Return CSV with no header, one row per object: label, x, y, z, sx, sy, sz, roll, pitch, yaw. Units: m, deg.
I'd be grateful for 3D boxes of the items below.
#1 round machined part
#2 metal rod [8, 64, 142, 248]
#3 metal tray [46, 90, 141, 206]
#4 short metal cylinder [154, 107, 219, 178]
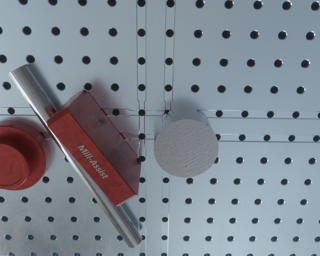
round machined part,-0.204,0.043,0.417,0.099,0.042,0.097,0,110,-1
metal rod,-0.108,0.051,0.430,0.025,0.025,0.299,-26,108,9
metal tray,-0.074,0.022,0.385,0.030,0.090,0.130,-32,107,11
short metal cylinder,0.032,0.018,0.407,0.081,0.050,0.079,0,110,-1
